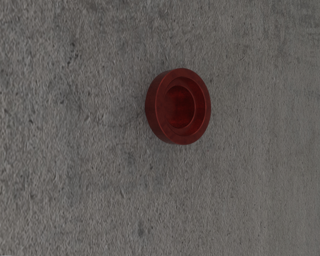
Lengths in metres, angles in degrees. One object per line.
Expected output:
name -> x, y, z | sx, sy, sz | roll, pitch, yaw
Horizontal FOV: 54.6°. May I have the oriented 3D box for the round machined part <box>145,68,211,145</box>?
round machined part -> 0.019, -0.027, 0.409 | 0.099, 0.042, 0.097 | 0, 90, -40
